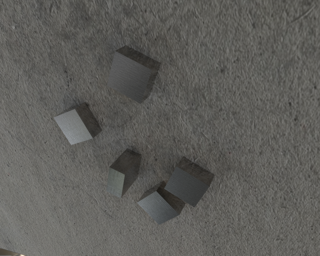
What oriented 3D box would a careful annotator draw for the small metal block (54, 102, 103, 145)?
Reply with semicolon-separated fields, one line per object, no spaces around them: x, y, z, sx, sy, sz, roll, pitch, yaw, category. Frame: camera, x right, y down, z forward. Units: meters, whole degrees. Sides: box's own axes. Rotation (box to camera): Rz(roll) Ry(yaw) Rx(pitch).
-0.124;-0.006;0.468;0.050;0.025;0.050;-16;110;34;small metal block

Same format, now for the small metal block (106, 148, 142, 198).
-0.053;0.067;0.460;0.025;0.050;0.050;23;127;14;small metal block

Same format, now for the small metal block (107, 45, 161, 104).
-0.033;-0.066;0.383;0.050;0.025;0.050;29;128;9;small metal block

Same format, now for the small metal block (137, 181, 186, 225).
0.002;0.116;0.478;0.050;0.025;0.050;47;129;-5;small metal block

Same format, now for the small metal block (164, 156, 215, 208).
0.041;0.075;0.432;0.050;0.025;0.050;31;128;8;small metal block
